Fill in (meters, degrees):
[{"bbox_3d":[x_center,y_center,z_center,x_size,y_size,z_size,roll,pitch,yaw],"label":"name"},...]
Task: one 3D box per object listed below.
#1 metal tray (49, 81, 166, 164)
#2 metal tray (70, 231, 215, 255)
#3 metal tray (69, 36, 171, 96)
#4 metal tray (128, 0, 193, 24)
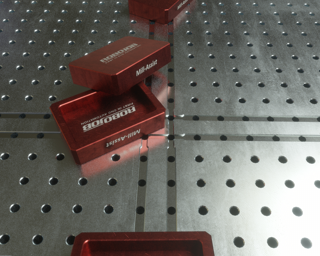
[{"bbox_3d":[-0.069,-0.017,0.418,0.131,0.030,0.090,-24,54,-19],"label":"metal tray"},{"bbox_3d":[-0.016,0.138,0.272,0.131,0.030,0.090,0,34,0],"label":"metal tray"},{"bbox_3d":[-0.055,-0.097,0.459,0.090,0.030,0.131,18,41,31],"label":"metal tray"},{"bbox_3d":[0.007,-0.265,0.627,0.090,0.030,0.130,24,54,19],"label":"metal tray"}]
